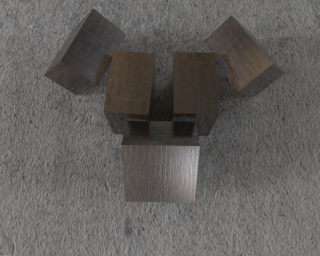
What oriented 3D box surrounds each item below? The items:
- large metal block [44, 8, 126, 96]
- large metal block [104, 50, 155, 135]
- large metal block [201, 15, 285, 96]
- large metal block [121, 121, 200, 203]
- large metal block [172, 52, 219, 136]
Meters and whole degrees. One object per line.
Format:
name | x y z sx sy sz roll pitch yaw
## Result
large metal block | -0.099 -0.095 0.404 0.050 0.080 0.080 34 69 -27
large metal block | -0.034 -0.040 0.395 0.050 0.080 0.080 5 70 1
large metal block | 0.111 -0.091 0.408 0.050 0.080 0.080 -41 71 25
large metal block | 0.001 0.039 0.359 0.081 0.079 0.050 1 31 0
large metal block | 0.041 -0.040 0.395 0.050 0.080 0.080 1 70 0
